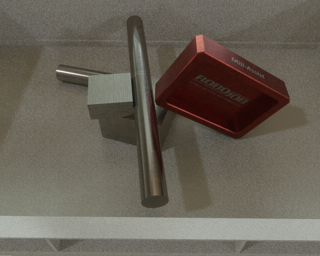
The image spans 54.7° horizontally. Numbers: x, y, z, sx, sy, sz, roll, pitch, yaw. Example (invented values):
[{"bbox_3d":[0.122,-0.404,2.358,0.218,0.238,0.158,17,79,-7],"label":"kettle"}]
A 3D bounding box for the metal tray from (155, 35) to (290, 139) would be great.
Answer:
[{"bbox_3d":[0.071,-0.041,0.362,0.131,0.090,0.030,22,47,-24],"label":"metal tray"}]

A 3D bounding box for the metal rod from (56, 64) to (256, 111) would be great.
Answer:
[{"bbox_3d":[-0.006,-0.056,0.451,0.301,0.025,0.025,11,51,9],"label":"metal rod"}]

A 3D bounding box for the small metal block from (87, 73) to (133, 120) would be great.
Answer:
[{"bbox_3d":[-0.058,-0.039,0.370,0.050,0.025,0.050,-5,50,-5],"label":"small metal block"}]

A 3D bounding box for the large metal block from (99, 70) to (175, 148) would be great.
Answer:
[{"bbox_3d":[-0.025,-0.024,0.407,0.080,0.050,0.080,14,51,11],"label":"large metal block"}]

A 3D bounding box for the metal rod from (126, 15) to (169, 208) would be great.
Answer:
[{"bbox_3d":[-0.022,-0.047,0.377,0.025,0.025,0.300,-5,50,-5],"label":"metal rod"}]
